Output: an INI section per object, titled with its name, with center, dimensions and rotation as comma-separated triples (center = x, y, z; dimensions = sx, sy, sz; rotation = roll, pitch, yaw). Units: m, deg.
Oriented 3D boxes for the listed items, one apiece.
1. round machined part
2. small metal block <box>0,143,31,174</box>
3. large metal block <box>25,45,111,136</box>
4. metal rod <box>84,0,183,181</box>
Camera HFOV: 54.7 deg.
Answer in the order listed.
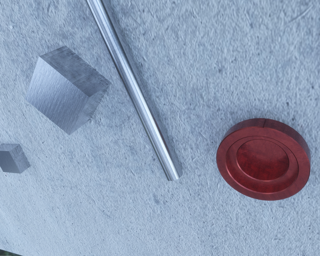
[round machined part]
center = 0.118, 0.031, 0.353
dimensions = 0.098, 0.042, 0.097
rotation = 13, 124, 20
[small metal block]
center = -0.282, 0.058, 0.588
dimensions = 0.050, 0.025, 0.050
rotation = 0, 118, 28
[large metal block]
center = -0.127, -0.051, 0.424
dimensions = 0.080, 0.050, 0.080
rotation = 39, 129, 1
[metal rod]
center = -0.036, -0.062, 0.385
dimensions = 0.025, 0.025, 0.299
rotation = -11, 113, 32
